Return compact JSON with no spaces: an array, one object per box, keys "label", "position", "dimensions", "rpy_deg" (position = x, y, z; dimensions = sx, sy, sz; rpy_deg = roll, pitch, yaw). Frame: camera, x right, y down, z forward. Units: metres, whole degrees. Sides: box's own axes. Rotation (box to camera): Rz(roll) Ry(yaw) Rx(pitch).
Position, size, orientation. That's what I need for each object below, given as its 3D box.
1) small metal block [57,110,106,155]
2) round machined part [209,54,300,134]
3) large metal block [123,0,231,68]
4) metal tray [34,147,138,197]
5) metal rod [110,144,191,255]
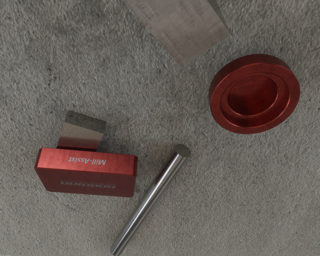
[{"label":"small metal block","position":[-0.105,0.009,0.414],"dimensions":[0.050,0.025,0.050],"rpy_deg":[18,128,-15]},{"label":"round machined part","position":[0.106,-0.042,0.361],"dimensions":[0.099,0.042,0.097],"rpy_deg":[0,130,0]},{"label":"large metal block","position":[0.013,-0.114,0.274],"dimensions":[0.050,0.080,0.080],"rpy_deg":[-31,124,24]},{"label":"metal tray","position":[-0.100,0.066,0.442],"dimensions":[0.131,0.030,0.090],"rpy_deg":[5,148,-5]},{"label":"metal rod","position":[-0.027,0.136,0.522],"dimensions":[0.025,0.025,0.298],"rpy_deg":[18,128,-15]}]
